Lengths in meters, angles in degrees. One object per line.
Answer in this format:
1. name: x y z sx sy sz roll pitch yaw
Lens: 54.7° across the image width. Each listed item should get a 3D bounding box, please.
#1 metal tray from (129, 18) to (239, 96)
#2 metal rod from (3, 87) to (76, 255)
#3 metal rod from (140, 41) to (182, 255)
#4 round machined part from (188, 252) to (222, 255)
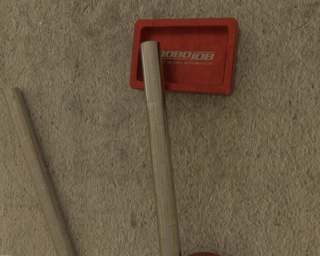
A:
1. metal tray: 0.030 -0.090 0.395 0.130 0.030 0.089 6 92 19
2. metal rod: -0.180 0.079 0.470 0.025 0.025 0.299 -24 82 18
3. metal rod: 0.003 0.045 0.369 0.025 0.025 0.298 -7 85 19
4. round machined part: 0.060 0.200 0.378 0.098 0.042 0.097 0 90 19
